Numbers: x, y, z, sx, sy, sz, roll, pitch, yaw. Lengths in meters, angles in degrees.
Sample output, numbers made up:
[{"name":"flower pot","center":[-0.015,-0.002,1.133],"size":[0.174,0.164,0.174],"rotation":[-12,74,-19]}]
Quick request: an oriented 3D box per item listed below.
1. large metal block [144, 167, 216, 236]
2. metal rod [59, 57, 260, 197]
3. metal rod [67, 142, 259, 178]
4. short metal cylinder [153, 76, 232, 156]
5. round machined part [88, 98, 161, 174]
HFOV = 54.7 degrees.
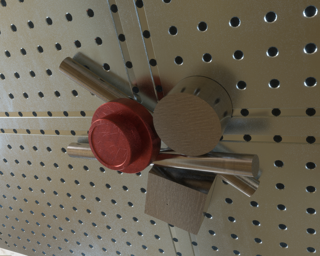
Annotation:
[{"name":"large metal block","center":[0.028,0.090,0.432],"size":[0.080,0.050,0.079],"rotation":[18,126,17]},{"name":"metal rod","center":[-0.005,-0.005,0.410],"size":[0.301,0.025,0.025],"rotation":[33,129,5]},{"name":"metal rod","center":[-0.020,0.038,0.420],"size":[0.300,0.025,0.025],"rotation":[1,119,35]},{"name":"short metal cylinder","center":[0.039,-0.014,0.363],"size":[0.080,0.050,0.079],"rotation":[13,124,20]},{"name":"round machined part","center":[-0.051,0.015,0.391],"size":[0.098,0.042,0.097],"rotation":[14,117,29]}]
